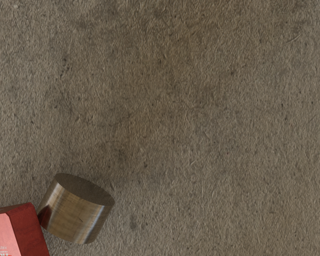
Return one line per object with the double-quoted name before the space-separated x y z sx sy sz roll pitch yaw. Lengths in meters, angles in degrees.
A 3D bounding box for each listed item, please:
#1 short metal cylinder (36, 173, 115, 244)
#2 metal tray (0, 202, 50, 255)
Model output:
"short metal cylinder" -0.103 0.097 0.382 0.080 0.080 0.050 28 90 0
"metal tray" -0.188 0.143 0.371 0.130 0.030 0.090 -17 90 35
